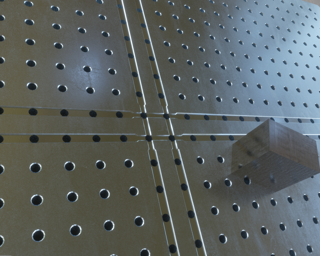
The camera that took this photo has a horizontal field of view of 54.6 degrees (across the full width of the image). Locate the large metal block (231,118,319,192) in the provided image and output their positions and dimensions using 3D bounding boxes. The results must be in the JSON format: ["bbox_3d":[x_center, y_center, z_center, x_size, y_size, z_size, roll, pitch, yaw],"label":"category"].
[{"bbox_3d":[0.157,0.041,0.432,0.080,0.080,0.050,23,53,-15],"label":"large metal block"}]
